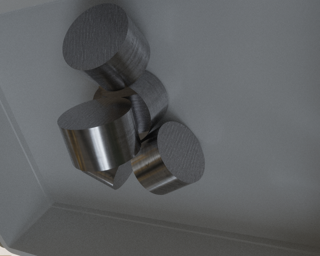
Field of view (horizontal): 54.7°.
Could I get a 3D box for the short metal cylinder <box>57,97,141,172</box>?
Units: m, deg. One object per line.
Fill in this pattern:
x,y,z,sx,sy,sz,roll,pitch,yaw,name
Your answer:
-0.065,0.004,0.343,0.080,0.080,0.050,3,120,26,short metal cylinder

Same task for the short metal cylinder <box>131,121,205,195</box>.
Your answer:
0.011,0.038,0.389,0.050,0.080,0.080,-32,101,39,short metal cylinder

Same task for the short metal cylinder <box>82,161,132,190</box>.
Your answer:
-0.064,0.038,0.428,0.050,0.080,0.079,26,128,12,short metal cylinder

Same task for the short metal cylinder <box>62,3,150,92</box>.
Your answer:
-0.058,-0.087,0.340,0.080,0.080,0.050,4,163,26,short metal cylinder

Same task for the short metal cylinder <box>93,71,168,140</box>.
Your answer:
-0.036,-0.029,0.391,0.080,0.050,0.079,13,124,21,short metal cylinder
